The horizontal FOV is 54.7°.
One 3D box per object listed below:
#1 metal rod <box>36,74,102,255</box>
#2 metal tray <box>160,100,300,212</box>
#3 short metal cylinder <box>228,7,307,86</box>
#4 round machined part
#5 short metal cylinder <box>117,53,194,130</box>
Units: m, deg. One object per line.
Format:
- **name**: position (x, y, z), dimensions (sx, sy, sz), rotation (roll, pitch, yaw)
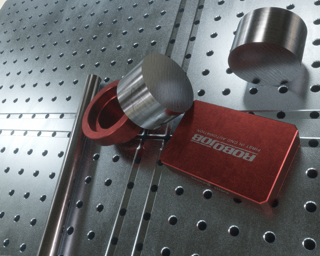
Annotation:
- **metal rod**: position (-0.126, 0.049, 0.444), dimensions (0.025, 0.025, 0.299), rotation (-7, 58, 24)
- **metal tray**: position (0.076, 0.025, 0.350), dimensions (0.130, 0.030, 0.090), rotation (19, 72, 35)
- **short metal cylinder**: position (0.126, -0.093, 0.364), dimensions (0.080, 0.080, 0.050), rotation (7, 65, 31)
- **round machined part**: position (-0.057, -0.017, 0.431), dimensions (0.098, 0.042, 0.098), rotation (-21, 47, 26)
- **short metal cylinder**: position (-0.005, -0.044, 0.381), dimensions (0.050, 0.080, 0.080), rotation (-32, 46, 42)
